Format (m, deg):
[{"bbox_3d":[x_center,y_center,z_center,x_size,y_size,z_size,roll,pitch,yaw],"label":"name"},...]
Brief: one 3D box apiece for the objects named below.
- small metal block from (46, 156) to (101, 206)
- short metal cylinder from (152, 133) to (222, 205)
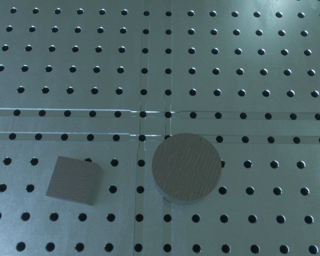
[{"bbox_3d":[-0.106,0.066,0.386,0.050,0.025,0.050,11,70,3],"label":"small metal block"},{"bbox_3d":[0.031,0.052,0.380,0.081,0.050,0.080,0,70,0],"label":"short metal cylinder"}]
